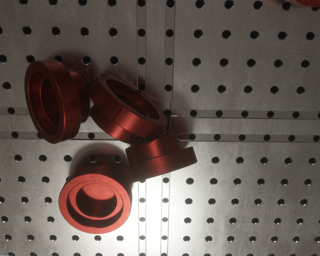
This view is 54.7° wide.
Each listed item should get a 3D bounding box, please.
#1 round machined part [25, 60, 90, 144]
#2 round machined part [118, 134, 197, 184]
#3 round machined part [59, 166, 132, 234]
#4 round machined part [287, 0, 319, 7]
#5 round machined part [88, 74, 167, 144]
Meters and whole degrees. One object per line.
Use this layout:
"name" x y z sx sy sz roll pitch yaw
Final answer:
"round machined part" -0.120 -0.033 0.372 0.042 0.098 0.097 -19 118 -42
"round machined part" -0.006 0.037 0.393 0.098 0.098 0.042 -17 85 6
"round machined part" -0.088 0.097 0.439 0.099 0.042 0.097 0 110 -1
"round machined part" 0.171 -0.184 0.339 0.099 0.042 0.097 0 110 -1
"round machined part" -0.043 -0.018 0.367 0.098 0.098 0.042 34 106 -12
